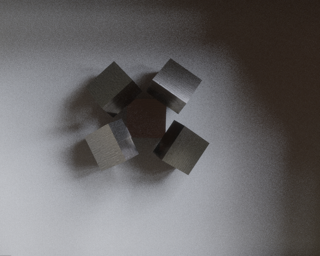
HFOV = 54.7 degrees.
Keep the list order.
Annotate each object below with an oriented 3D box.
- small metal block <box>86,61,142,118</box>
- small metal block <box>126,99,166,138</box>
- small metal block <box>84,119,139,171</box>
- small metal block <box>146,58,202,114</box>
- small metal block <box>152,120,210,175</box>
[{"bbox_3d":[-0.059,-0.050,0.396,0.050,0.025,0.050,-42,53,0],"label":"small metal block"},{"bbox_3d":[-0.017,-0.012,0.409,0.050,0.025,0.050,2,90,0],"label":"small metal block"},{"bbox_3d":[-0.062,0.022,0.397,0.050,0.025,0.050,-26,90,37],"label":"small metal block"},{"bbox_3d":[0.018,-0.054,0.397,0.050,0.025,0.050,35,53,-1],"label":"small metal block"},{"bbox_3d":[0.027,0.026,0.398,0.050,0.025,0.050,34,90,-35],"label":"small metal block"}]
